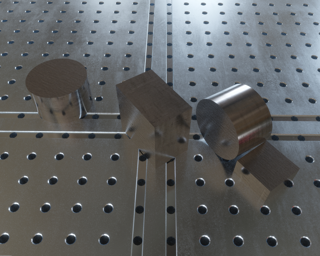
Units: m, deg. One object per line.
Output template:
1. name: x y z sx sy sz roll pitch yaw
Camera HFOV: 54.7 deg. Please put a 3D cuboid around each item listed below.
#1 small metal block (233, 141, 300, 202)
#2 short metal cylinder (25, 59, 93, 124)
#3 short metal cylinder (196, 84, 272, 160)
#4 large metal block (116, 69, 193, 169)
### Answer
1. small metal block: 0.125 0.050 0.366 0.050 0.025 0.050 -29 56 -22
2. short metal cylinder: -0.139 -0.053 0.434 0.081 0.050 0.080 0 50 0
3. short metal cylinder: 0.088 -0.008 0.379 0.050 0.080 0.080 -25 55 -20
4. large metal block: -0.008 -0.011 0.381 0.050 0.080 0.080 -29 56 -22
